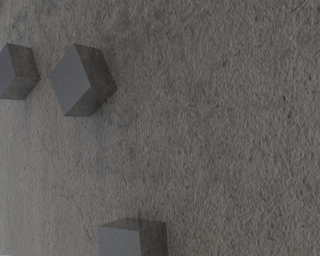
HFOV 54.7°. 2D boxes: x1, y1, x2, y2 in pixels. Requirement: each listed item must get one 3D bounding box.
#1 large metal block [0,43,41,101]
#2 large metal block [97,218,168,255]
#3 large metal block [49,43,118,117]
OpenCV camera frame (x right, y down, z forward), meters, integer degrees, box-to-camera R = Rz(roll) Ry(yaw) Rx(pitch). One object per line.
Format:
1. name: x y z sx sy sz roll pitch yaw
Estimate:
1. large metal block: -0.296 -0.113 0.634 0.080 0.050 0.080 -35 69 34
2. large metal block: -0.036 0.170 0.419 0.080 0.050 0.080 -9 84 39
3. large metal block: -0.123 -0.073 0.491 0.080 0.050 0.080 -38 67 33
